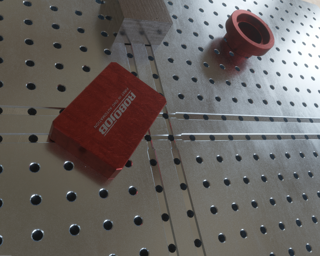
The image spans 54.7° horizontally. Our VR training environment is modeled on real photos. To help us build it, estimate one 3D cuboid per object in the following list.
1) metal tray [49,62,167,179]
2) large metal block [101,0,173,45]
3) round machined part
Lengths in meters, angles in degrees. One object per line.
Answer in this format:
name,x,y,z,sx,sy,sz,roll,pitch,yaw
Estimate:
metal tray,-0.058,-0.014,0.382,0.090,0.030,0.130,36,51,-5
large metal block,-0.037,-0.178,0.481,0.081,0.050,0.080,-6,65,-31
round machined part,0.166,-0.175,0.593,0.099,0.042,0.098,14,56,-21
